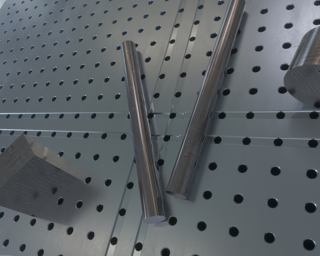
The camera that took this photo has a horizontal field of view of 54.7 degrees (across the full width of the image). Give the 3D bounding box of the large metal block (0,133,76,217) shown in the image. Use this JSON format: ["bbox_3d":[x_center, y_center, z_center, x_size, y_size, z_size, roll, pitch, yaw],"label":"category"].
[{"bbox_3d":[-0.180,0.067,0.427,0.080,0.080,0.050,-45,51,-3],"label":"large metal block"}]

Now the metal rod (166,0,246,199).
[{"bbox_3d":[0.067,-0.055,0.406,0.025,0.025,0.300,7,65,31],"label":"metal rod"}]

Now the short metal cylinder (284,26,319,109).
[{"bbox_3d":[0.176,-0.059,0.317,0.080,0.080,0.050,18,72,35],"label":"short metal cylinder"}]

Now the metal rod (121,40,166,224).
[{"bbox_3d":[-0.030,-0.017,0.434,0.025,0.025,0.299,-22,53,15],"label":"metal rod"}]
